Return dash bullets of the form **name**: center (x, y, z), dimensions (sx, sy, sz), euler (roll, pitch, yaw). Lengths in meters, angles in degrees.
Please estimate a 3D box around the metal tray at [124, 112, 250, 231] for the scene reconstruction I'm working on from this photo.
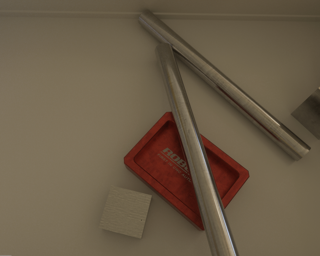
- **metal tray**: center (0.032, 0.052, 0.388), dimensions (0.130, 0.030, 0.090), euler (39, 74, 12)

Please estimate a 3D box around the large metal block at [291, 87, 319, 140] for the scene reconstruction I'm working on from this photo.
- **large metal block**: center (0.229, -0.039, 0.398), dimensions (0.080, 0.080, 0.050), euler (-39, 75, -13)

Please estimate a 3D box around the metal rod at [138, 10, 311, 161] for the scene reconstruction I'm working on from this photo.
- **metal rod**: center (0.081, -0.067, 0.435), dimensions (0.025, 0.025, 0.300), euler (-42, 76, -14)

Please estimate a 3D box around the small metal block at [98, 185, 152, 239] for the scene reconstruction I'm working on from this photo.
- **small metal block**: center (-0.040, 0.101, 0.372), dimensions (0.050, 0.025, 0.050), euler (13, 70, 4)

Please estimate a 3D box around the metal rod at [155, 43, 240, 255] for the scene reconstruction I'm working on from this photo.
- **metal rod**: center (0.035, 0.010, 0.365), dimensions (0.025, 0.025, 0.299), euler (-11, 57, -4)
